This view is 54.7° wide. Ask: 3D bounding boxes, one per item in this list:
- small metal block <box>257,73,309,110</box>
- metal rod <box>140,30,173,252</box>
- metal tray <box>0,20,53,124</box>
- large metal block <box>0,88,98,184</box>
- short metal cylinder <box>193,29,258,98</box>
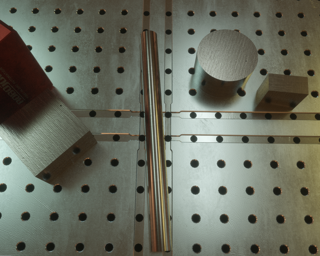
[{"bbox_3d":[0.164,-0.048,0.418,0.050,0.050,0.025,6,70,2],"label":"small metal block"},{"bbox_3d":[-0.007,0.002,0.410,0.025,0.025,0.299,-3,70,-2],"label":"metal rod"},{"bbox_3d":[-0.191,-0.057,0.374,0.030,0.130,0.090,36,74,12],"label":"metal tray"},{"bbox_3d":[-0.141,0.011,0.393,0.080,0.050,0.080,-43,76,-14],"label":"large metal block"},{"bbox_3d":[0.089,-0.089,0.432,0.081,0.050,0.080,0,70,0],"label":"short metal cylinder"}]
